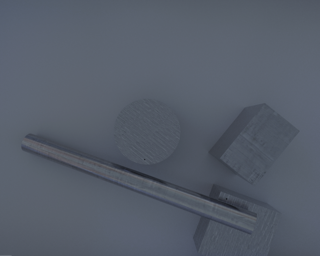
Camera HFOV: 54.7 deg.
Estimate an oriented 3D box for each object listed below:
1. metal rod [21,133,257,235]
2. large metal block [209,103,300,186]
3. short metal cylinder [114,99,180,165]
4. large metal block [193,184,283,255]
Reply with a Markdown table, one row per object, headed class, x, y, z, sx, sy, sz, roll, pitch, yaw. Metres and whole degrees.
| class | x | y | z | sx | sy | sz | roll | pitch | yaw |
| --- | --- | --- | --- | --- | --- | --- | --- | --- | --- |
| metal rod | -0.034 | 0.064 | 0.382 | 0.301 | 0.025 | 0.025 | 18 | 90 | 11 |
| large metal block | 0.111 | 0.018 | 0.385 | 0.050 | 0.080 | 0.080 | 39 | 90 | -1 |
| short metal cylinder | -0.016 | 0.004 | 0.399 | 0.081 | 0.050 | 0.079 | 0 | 90 | -1 |
| large metal block | 0.097 | 0.128 | 0.400 | 0.080 | 0.050 | 0.080 | 21 | 90 | -1 |
